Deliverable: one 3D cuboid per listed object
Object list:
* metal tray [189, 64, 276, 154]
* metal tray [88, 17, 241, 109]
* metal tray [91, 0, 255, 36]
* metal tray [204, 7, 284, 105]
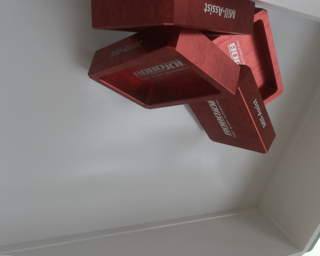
[{"bbox_3d":[0.085,-0.024,0.395,0.030,0.090,0.130,-56,133,-21],"label":"metal tray"},{"bbox_3d":[0.000,-0.055,0.309,0.090,0.130,0.030,28,69,-38],"label":"metal tray"},{"bbox_3d":[0.016,-0.103,0.281,0.131,0.090,0.030,-14,110,-47],"label":"metal tray"},{"bbox_3d":[0.108,-0.079,0.408,0.090,0.030,0.130,-33,125,-7],"label":"metal tray"}]
